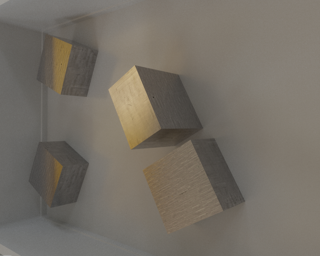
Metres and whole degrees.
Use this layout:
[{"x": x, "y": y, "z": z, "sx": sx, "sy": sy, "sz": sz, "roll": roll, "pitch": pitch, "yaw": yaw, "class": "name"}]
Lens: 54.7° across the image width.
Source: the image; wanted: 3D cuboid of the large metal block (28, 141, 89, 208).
[{"x": -0.177, "y": 0.077, "z": 0.537, "sx": 0.080, "sy": 0.050, "sz": 0.079, "roll": 33, "pitch": 111, "yaw": 35, "class": "large metal block"}]

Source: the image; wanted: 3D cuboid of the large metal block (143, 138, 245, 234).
[{"x": 0.037, "y": 0.066, "z": 0.360, "sx": 0.080, "sy": 0.050, "sz": 0.080, "roll": -36, "pitch": 68, "yaw": 34, "class": "large metal block"}]

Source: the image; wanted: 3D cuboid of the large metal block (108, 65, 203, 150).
[{"x": -0.004, "y": -0.023, "z": 0.375, "sx": 0.050, "sy": 0.081, "sz": 0.080, "roll": -35, "pitch": 69, "yaw": 34, "class": "large metal block"}]

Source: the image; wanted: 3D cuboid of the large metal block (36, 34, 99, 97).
[{"x": -0.157, "y": -0.105, "z": 0.521, "sx": 0.080, "sy": 0.050, "sz": 0.079, "roll": 29, "pitch": 108, "yaw": 36, "class": "large metal block"}]
